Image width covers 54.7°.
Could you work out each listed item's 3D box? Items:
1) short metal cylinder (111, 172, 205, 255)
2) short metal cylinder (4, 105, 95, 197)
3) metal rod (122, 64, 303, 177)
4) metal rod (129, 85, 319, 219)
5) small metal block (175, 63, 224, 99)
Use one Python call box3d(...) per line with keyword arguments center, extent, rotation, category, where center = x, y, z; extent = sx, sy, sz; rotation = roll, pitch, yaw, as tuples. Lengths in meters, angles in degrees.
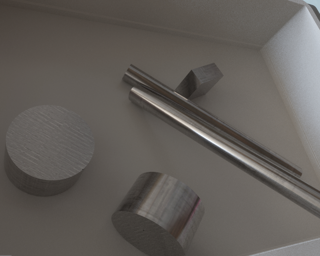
box3d(center=(-0.001, 0.091, 0.316), extent=(0.080, 0.080, 0.050), rotation=(38, 51, -3), category="short metal cylinder")
box3d(center=(-0.113, 0.024, 0.315), extent=(0.081, 0.050, 0.080), rotation=(14, 56, -21), category="short metal cylinder")
box3d(center=(0.082, -0.003, 0.453), extent=(0.301, 0.025, 0.025), rotation=(30, 52, -9), category="metal rod")
box3d(center=(0.081, 0.026, 0.358), extent=(0.300, 0.025, 0.025), rotation=(33, 47, 24), category="metal rod")
box3d(center=(0.059, -0.068, 0.465), extent=(0.050, 0.050, 0.025), rotation=(-24, 75, -37), category="small metal block")
